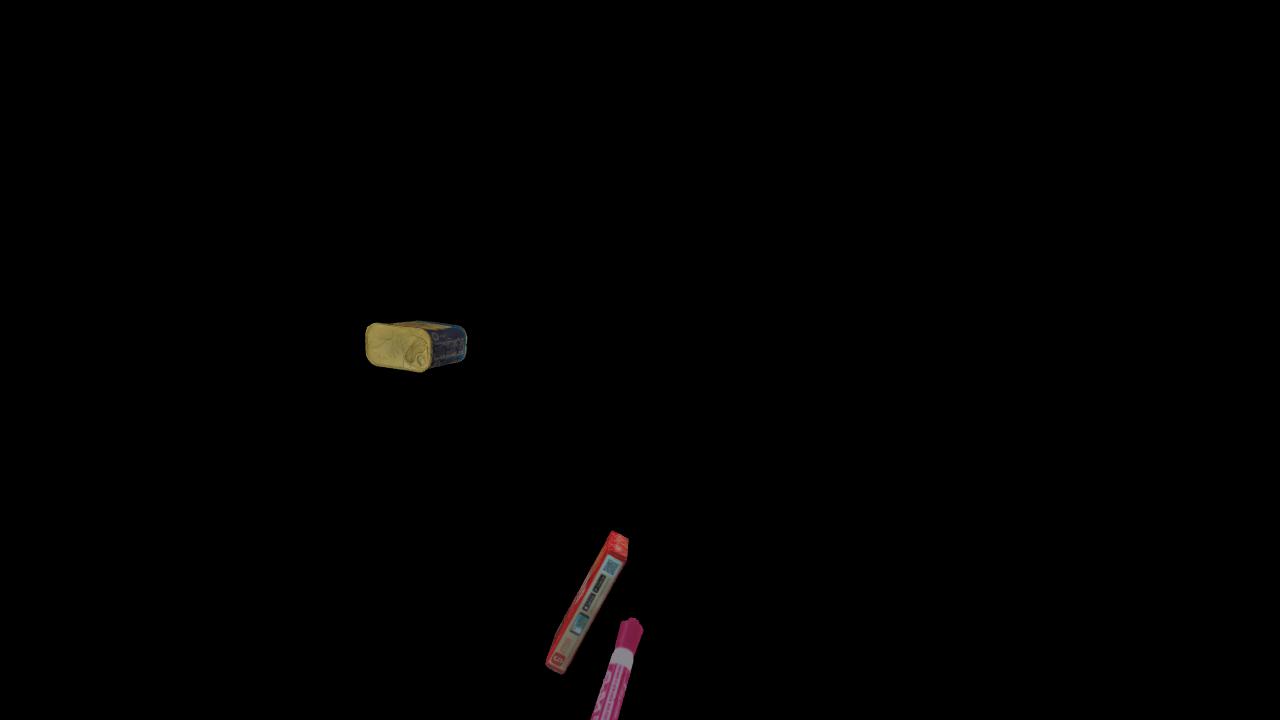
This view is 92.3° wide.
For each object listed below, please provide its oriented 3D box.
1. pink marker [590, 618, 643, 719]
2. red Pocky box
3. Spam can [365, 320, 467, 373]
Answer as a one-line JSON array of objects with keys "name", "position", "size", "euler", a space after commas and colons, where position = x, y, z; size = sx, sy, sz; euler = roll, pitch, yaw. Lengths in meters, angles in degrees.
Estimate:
[{"name": "pink marker", "position": [-0.020, 0.238, 0.437], "size": [0.020, 0.020, 0.121], "euler": [0, 32, 17]}, {"name": "red Pocky box", "position": [-0.061, 0.287, 0.741], "size": [0.028, 0.155, 0.083], "euler": [29, -1, 1]}, {"name": "Spam can", "position": [-0.297, -0.022, 0.824], "size": [0.101, 0.058, 0.085], "euler": [8, 10, 17]}]
